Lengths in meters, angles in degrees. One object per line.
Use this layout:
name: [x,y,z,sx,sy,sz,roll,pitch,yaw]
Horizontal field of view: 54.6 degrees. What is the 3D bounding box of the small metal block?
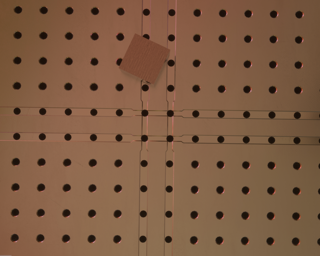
small metal block: [-0.020,-0.090,0.413,0.050,0.025,0.050,25,90,0]
